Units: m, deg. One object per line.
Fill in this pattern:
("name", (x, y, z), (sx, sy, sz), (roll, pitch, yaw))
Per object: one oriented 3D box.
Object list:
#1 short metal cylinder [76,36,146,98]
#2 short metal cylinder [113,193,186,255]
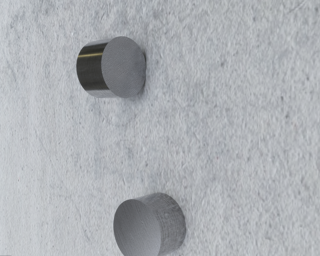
("short metal cylinder", (-0.064, -0.080, 0.420), (0.050, 0.081, 0.079), (4, 93, 39))
("short metal cylinder", (-0.014, 0.127, 0.398), (0.080, 0.050, 0.079), (0, 90, 39))
